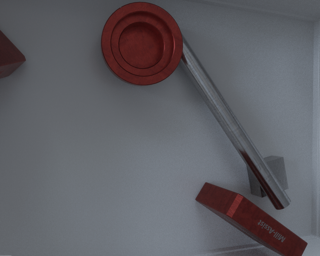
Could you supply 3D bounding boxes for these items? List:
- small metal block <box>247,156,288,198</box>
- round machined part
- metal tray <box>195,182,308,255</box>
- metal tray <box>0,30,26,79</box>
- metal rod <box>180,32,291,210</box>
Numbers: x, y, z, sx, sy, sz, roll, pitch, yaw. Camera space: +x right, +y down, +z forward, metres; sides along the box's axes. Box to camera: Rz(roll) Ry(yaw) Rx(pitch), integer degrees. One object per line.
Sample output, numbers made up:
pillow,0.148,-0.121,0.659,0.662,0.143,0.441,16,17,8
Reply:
small metal block,0.164,0.073,0.473,0.050,0.025,0.050,-12,94,-20
round machined part,-0.024,-0.102,0.388,0.099,0.042,0.097,-1,96,-13
metal tray,0.122,0.127,0.422,0.130,0.090,0.030,37,78,-17
metal tray,-0.191,-0.083,0.284,0.030,0.130,0.090,-38,104,11
metal rod,0.092,-0.014,0.429,0.025,0.025,0.299,-36,96,-17
